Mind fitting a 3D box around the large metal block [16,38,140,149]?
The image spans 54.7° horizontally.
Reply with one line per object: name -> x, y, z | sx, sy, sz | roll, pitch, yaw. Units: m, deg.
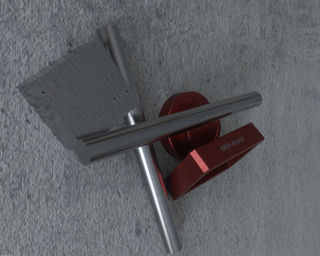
large metal block -> -0.082, -0.034, 0.321 | 0.080, 0.050, 0.080 | -46, 118, -30

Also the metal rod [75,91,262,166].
metal rod -> 0.038, -0.011, 0.380 | 0.302, 0.025, 0.025 | -17, 101, -41

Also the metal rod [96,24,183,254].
metal rod -> -0.021, 0.024, 0.389 | 0.025, 0.025, 0.298 | -26, 107, -37

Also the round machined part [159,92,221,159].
round machined part -> 0.048, -0.003, 0.436 | 0.099, 0.042, 0.097 | 0, 90, -40

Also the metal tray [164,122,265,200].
metal tray -> 0.075, 0.045, 0.427 | 0.131, 0.089, 0.030 | -20, 67, -38
